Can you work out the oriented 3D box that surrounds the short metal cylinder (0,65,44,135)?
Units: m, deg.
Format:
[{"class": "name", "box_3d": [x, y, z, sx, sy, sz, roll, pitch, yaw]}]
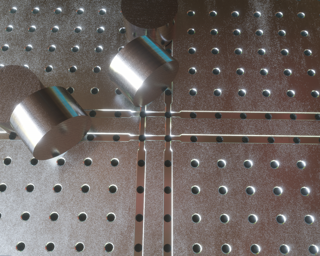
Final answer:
[{"class": "short metal cylinder", "box_3d": [-0.190, -0.035, 0.409, 0.081, 0.050, 0.080, 0, 70, -1]}]

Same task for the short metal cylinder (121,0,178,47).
[{"class": "short metal cylinder", "box_3d": [-0.015, -0.164, 0.458, 0.081, 0.050, 0.080, 0, 70, 0]}]

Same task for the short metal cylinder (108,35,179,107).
[{"class": "short metal cylinder", "box_3d": [-0.021, -0.074, 0.409, 0.080, 0.080, 0.050, -40, 75, -13]}]

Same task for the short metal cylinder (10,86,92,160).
[{"class": "short metal cylinder", "box_3d": [-0.133, -0.005, 0.383, 0.080, 0.080, 0.050, -38, 75, -13]}]
